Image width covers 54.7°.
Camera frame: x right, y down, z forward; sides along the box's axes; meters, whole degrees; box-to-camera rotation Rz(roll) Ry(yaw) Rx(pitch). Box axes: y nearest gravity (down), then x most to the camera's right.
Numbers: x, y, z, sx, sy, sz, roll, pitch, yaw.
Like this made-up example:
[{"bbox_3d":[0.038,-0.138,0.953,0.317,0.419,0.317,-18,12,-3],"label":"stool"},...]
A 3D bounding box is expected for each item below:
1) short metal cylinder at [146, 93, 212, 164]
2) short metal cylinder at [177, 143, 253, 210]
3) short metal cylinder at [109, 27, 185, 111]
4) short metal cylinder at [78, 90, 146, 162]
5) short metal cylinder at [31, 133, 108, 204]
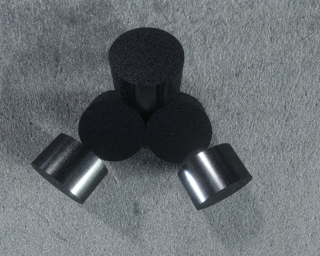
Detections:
[{"bbox_3d":[0.023,-0.001,0.397,0.081,0.050,0.079,0,110,0],"label":"short metal cylinder"},{"bbox_3d":[0.070,0.063,0.399,0.080,0.080,0.050,-35,65,12],"label":"short metal cylinder"},{"bbox_3d":[-0.015,-0.066,0.351,0.081,0.080,0.050,2,153,-1],"label":"short metal cylinder"},{"bbox_3d":[-0.058,-0.004,0.395,0.081,0.050,0.079,0,110,0],"label":"short metal cylinder"},{"bbox_3d":[-0.114,0.052,0.393,0.080,0.080,0.050,44,64,-15],"label":"short metal cylinder"}]
